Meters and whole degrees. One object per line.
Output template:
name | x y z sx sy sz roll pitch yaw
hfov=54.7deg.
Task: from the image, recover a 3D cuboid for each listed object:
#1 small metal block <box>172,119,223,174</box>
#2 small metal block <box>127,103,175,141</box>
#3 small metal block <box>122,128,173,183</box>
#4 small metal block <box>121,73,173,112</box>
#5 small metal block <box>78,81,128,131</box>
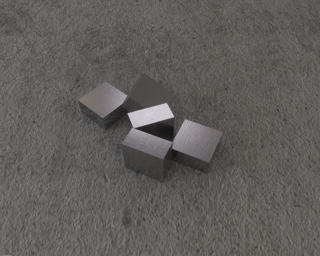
small metal block | 0.044 0.022 0.385 0.050 0.025 0.050 20 53 16
small metal block | -0.011 0.001 0.386 0.050 0.050 0.025 -16 52 -13
small metal block | -0.014 0.032 0.360 0.050 0.050 0.025 19 53 15
small metal block | -0.017 -0.038 0.419 0.050 0.025 0.050 36 51 -14
small metal block | -0.075 -0.032 0.429 0.050 0.025 0.050 34 58 25
